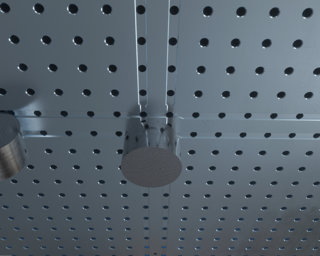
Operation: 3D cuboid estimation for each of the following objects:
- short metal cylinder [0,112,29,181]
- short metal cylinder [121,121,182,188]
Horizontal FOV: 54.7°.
[{"bbox_3d":[-0.215,0.023,0.393,0.081,0.080,0.050,2,130,-2],"label":"short metal cylinder"},{"bbox_3d":[-0.011,0.037,0.427,0.081,0.050,0.079,0,130,0],"label":"short metal cylinder"}]
